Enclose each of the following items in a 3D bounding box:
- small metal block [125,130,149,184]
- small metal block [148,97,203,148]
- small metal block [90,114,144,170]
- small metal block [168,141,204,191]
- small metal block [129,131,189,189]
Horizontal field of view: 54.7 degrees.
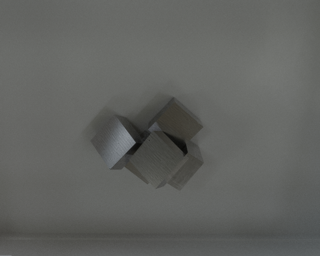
[{"bbox_3d":[-0.019,0.040,0.424,0.050,0.025,0.050,40,105,-14],"label":"small metal block"},{"bbox_3d":[0.020,-0.004,0.408,0.050,0.025,0.050,40,105,-14],"label":"small metal block"},{"bbox_3d":[-0.055,0.019,0.403,0.050,0.025,0.050,-46,66,15],"label":"small metal block"},{"bbox_3d":[0.030,0.047,0.414,0.025,0.050,0.050,34,106,-12],"label":"small metal block"},{"bbox_3d":[-0.002,0.039,0.384,0.050,0.025,0.050,45,106,20],"label":"small metal block"}]
